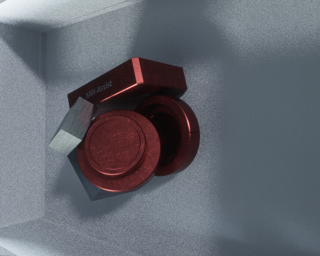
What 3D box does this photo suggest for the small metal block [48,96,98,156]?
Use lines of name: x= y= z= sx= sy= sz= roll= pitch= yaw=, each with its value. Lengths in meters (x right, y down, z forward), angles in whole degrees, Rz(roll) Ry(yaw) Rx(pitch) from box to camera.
small metal block: x=-0.103 y=-0.002 z=0.367 sx=0.050 sy=0.025 sz=0.050 roll=-37 pitch=28 yaw=47

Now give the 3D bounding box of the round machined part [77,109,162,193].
round machined part: x=-0.048 y=0.023 z=0.356 sx=0.099 sy=0.042 sz=0.098 roll=-1 pitch=72 yaw=4

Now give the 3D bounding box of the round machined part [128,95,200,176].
round machined part: x=0.009 y=0.009 z=0.386 sx=0.098 sy=0.042 sz=0.097 roll=0 pitch=90 yaw=39

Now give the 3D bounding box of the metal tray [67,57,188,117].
metal tray: x=-0.043 y=-0.045 z=0.395 sx=0.130 sy=0.091 sz=0.030 roll=-19 pitch=79 yaw=38

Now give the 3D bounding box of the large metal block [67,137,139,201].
large metal block: x=-0.067 y=0.045 z=0.423 sx=0.050 sy=0.081 sz=0.080 roll=-51 pitch=60 yaw=27
